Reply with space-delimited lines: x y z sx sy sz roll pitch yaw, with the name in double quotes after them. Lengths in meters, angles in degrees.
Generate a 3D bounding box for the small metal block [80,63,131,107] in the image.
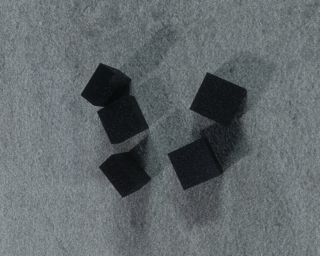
-0.072 -0.056 0.420 0.025 0.050 0.050 38 102 16 "small metal block"

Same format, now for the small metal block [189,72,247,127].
0.072 -0.035 0.383 0.050 0.025 0.050 28 99 17 "small metal block"

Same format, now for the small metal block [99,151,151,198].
-0.045 0.060 0.411 0.025 0.050 0.050 -44 77 15 "small metal block"

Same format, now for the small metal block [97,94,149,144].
-0.051 -0.011 0.426 0.050 0.025 0.050 -28 81 17 "small metal block"

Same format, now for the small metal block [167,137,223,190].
0.045 0.044 0.393 0.050 0.025 0.050 -27 81 17 "small metal block"
